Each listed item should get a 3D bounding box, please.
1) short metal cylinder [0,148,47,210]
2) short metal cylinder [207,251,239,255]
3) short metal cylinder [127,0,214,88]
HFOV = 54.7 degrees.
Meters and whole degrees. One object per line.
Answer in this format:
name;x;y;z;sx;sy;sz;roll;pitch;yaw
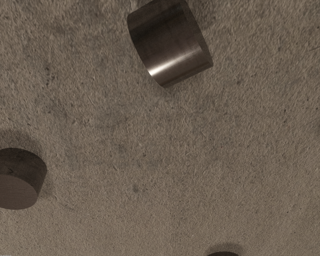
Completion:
short metal cylinder;-0.213;0.075;0.451;0.081;0.050;0.079;0;130;0
short metal cylinder;0.134;0.304;0.652;0.081;0.050;0.079;0;130;0
short metal cylinder;0.012;-0.085;0.299;0.050;0.080;0.080;-24;127;18
